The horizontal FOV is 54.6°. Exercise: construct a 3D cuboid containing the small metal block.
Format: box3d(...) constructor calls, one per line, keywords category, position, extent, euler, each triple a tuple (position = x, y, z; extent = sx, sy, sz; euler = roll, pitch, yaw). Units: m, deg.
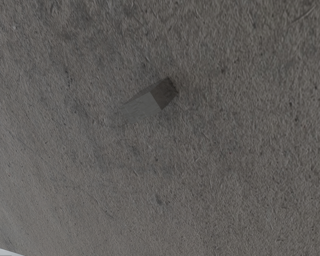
box3d(category="small metal block", position=(-0.013, -0.034, 0.377), extent=(0.050, 0.050, 0.025), euler=(-23, 106, 36))
